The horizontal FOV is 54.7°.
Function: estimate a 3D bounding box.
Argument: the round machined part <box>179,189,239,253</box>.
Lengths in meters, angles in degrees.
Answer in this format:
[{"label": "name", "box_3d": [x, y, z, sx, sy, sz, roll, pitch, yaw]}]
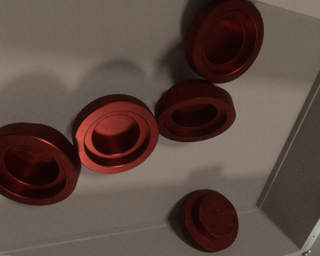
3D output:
[{"label": "round machined part", "box_3d": [0.084, 0.144, 0.495, 0.099, 0.098, 0.042, -5, 153, -26]}]

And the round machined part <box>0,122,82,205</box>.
[{"label": "round machined part", "box_3d": [-0.133, 0.034, 0.331, 0.099, 0.042, 0.097, 1, 124, 1]}]

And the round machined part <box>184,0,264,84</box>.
[{"label": "round machined part", "box_3d": [0.072, -0.107, 0.373, 0.099, 0.042, 0.097, -14, 125, -21]}]

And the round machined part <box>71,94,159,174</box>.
[{"label": "round machined part", "box_3d": [-0.054, 0.003, 0.367, 0.099, 0.042, 0.097, -11, 125, -17]}]

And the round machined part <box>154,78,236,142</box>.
[{"label": "round machined part", "box_3d": [0.042, -0.024, 0.389, 0.099, 0.042, 0.098, -4, 148, -2]}]
